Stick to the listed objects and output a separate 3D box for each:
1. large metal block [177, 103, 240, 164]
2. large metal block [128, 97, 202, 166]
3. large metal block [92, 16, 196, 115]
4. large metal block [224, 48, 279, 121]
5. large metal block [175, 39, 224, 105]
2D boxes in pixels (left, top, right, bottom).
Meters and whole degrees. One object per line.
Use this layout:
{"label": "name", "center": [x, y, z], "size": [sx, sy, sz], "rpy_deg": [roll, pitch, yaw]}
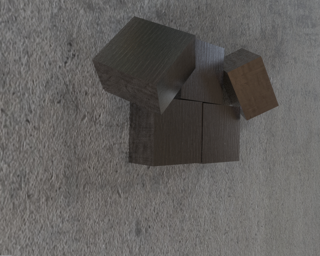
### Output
{"label": "large metal block", "center": [0.071, 0.008, 0.449], "size": [0.081, 0.050, 0.079], "rpy_deg": [2, 89, -40]}
{"label": "large metal block", "center": [0.008, 0.005, 0.398], "size": [0.081, 0.050, 0.079], "rpy_deg": [2, 89, -40]}
{"label": "large metal block", "center": [-0.014, -0.072, 0.351], "size": [0.080, 0.080, 0.050], "rpy_deg": [-55, 157, -26]}
{"label": "large metal block", "center": [0.129, -0.069, 0.473], "size": [0.050, 0.080, 0.080], "rpy_deg": [-26, 112, 6]}
{"label": "large metal block", "center": [0.042, -0.075, 0.428], "size": [0.081, 0.050, 0.080], "rpy_deg": [4, 88, -40]}
